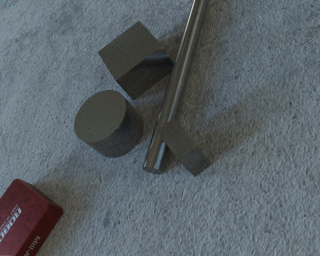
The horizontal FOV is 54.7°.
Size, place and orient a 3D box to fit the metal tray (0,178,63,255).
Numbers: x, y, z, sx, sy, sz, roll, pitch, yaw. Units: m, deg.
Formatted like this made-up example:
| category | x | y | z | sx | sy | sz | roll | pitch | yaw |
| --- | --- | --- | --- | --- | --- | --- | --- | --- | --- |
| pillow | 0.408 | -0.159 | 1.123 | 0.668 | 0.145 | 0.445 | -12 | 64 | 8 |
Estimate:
| category | x | y | z | sx | sy | sz | roll | pitch | yaw |
| --- | --- | --- | --- | --- | --- | --- | --- | --- | --- |
| metal tray | -0.201 | 0.144 | 0.415 | 0.090 | 0.030 | 0.130 | 22 | 73 | 35 |

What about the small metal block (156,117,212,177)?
| category | x | y | z | sx | sy | sz | roll | pitch | yaw |
| --- | --- | --- | --- | --- | --- | --- | --- | --- | --- |
| small metal block | 0.028 | 0.023 | 0.358 | 0.025 | 0.050 | 0.050 | -39 | 51 | 2 |

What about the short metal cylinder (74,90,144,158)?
| category | x | y | z | sx | sy | sz | roll | pitch | yaw |
| --- | --- | --- | --- | --- | --- | --- | --- | --- | --- |
| short metal cylinder | -0.069 | -0.005 | 0.426 | 0.080 | 0.050 | 0.080 | -13 | 56 | 20 |

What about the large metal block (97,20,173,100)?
| category | x | y | z | sx | sy | sz | roll | pitch | yaw |
| --- | --- | --- | --- | --- | --- | --- | --- | --- | --- |
| large metal block | -0.036 | -0.103 | 0.468 | 0.080 | 0.050 | 0.080 | -37 | 51 | 3 |

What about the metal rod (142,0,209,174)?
| category | x | y | z | sx | sy | sz | roll | pitch | yaw |
| --- | --- | --- | --- | --- | --- | --- | --- | --- | --- |
| metal rod | 0.029 | -0.080 | 0.436 | 0.025 | 0.025 | 0.300 | 2 | 63 | 29 |
